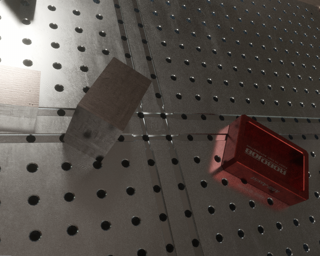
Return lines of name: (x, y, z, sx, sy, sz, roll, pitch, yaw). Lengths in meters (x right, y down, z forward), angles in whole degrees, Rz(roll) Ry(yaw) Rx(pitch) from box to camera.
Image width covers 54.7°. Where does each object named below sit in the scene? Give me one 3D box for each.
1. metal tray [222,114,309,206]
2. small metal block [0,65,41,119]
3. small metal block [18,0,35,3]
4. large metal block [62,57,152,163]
metal tray: (0.162, 0.047, 0.465, 0.131, 0.030, 0.090, 29, 52, -10)
small metal block: (-0.163, -0.041, 0.346, 0.050, 0.025, 0.050, 6, 59, -26)
small metal block: (-0.190, -0.207, 0.417, 0.050, 0.050, 0.025, 49, 51, 6)
large metal block: (-0.060, -0.019, 0.353, 0.050, 0.080, 0.080, 32, 51, -8)
